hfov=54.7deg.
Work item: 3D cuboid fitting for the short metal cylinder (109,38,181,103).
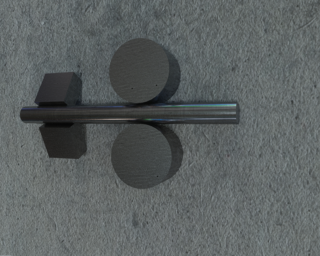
[{"bbox_3d":[-0.018,-0.071,0.403,0.080,0.050,0.079,0,90,20],"label":"short metal cylinder"}]

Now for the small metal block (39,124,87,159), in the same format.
[{"bbox_3d":[-0.139,0.016,0.449,0.050,0.025,0.050,1,117,19],"label":"small metal block"}]

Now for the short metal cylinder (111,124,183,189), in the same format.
[{"bbox_3d":[-0.015,0.035,0.402,0.080,0.050,0.079,0,90,20],"label":"short metal cylinder"}]

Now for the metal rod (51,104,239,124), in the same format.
[{"bbox_3d":[-0.046,-0.018,0.426,0.301,0.025,0.025,0,90,19],"label":"metal rod"}]

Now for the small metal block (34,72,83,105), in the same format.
[{"bbox_3d":[-0.147,-0.053,0.452,0.050,0.025,0.050,0,63,20],"label":"small metal block"}]

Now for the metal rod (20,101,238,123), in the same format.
[{"bbox_3d":[-0.054,-0.019,0.403,0.301,0.025,0.025,0,90,20],"label":"metal rod"}]
